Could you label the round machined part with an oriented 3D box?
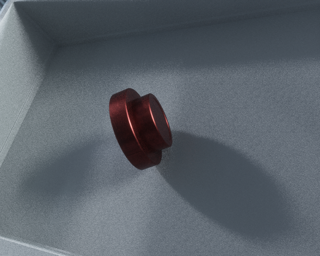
[{"bbox_3d":[-0.017,-0.003,0.371,0.042,0.098,0.098,-21,54,14],"label":"round machined part"}]
